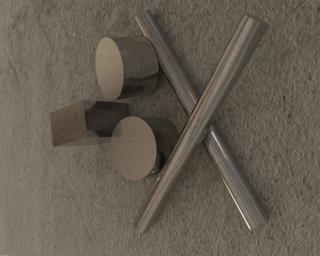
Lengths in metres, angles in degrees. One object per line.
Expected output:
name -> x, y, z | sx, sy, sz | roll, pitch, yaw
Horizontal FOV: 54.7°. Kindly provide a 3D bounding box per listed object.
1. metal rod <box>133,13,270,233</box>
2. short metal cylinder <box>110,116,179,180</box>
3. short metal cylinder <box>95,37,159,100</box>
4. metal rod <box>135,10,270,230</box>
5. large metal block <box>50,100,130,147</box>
metal rod -> 0.030, 0.019, 0.349 | 0.025, 0.025, 0.298 | 46, 127, 30
short metal cylinder -> -0.019, 0.025, 0.404 | 0.080, 0.050, 0.079 | 0, 90, 40
short metal cylinder -> -0.045, -0.080, 0.411 | 0.080, 0.050, 0.079 | 23, 119, 51
metal rod -> 0.040, -0.026, 0.371 | 0.025, 0.025, 0.299 | -40, 66, 33
large metal block -> -0.100, -0.005, 0.452 | 0.080, 0.081, 0.050 | -14, 81, 39
